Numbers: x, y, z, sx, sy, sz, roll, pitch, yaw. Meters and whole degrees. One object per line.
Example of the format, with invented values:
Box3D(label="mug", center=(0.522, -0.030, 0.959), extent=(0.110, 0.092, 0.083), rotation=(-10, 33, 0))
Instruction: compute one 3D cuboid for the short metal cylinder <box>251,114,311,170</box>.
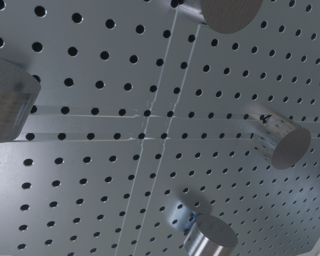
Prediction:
Box3D(label="short metal cylinder", center=(0.203, 0.023, 0.520), extent=(0.081, 0.050, 0.079), rotation=(-14, 124, -21))

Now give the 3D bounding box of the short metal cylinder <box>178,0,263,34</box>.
Box3D(label="short metal cylinder", center=(0.066, -0.149, 0.339), extent=(0.081, 0.050, 0.079), rotation=(-14, 124, -21))

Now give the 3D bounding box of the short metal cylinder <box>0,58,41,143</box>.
Box3D(label="short metal cylinder", center=(-0.155, -0.030, 0.273), extent=(0.080, 0.080, 0.050), rotation=(20, 108, -36))

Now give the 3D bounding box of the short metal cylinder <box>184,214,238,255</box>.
Box3D(label="short metal cylinder", center=(0.089, 0.199, 0.548), extent=(0.081, 0.080, 0.050), rotation=(12, 112, -33))
